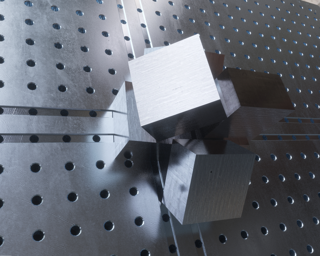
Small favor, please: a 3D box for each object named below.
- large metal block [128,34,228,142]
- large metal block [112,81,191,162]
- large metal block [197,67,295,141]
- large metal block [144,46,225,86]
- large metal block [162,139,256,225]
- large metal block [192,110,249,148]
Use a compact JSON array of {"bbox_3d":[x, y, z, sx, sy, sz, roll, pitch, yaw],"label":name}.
[{"bbox_3d":[0.019,-0.041,0.333,0.080,0.050,0.080,-19,64,13],"label":"large metal block"},{"bbox_3d":[-0.012,-0.006,0.389,0.081,0.050,0.080,7,59,-25],"label":"large metal block"},{"bbox_3d":[0.096,-0.024,0.375,0.081,0.080,0.050,2,61,-28],"label":"large metal block"},{"bbox_3d":[0.029,-0.080,0.427,0.081,0.080,0.050,2,99,-27],"label":"large metal block"},{"bbox_3d":[0.055,0.059,0.359,0.081,0.050,0.079,2,105,-27],"label":"large metal block"},{"bbox_3d":[0.065,-0.003,0.427,0.081,0.050,0.080,3,61,-27],"label":"large metal block"}]
